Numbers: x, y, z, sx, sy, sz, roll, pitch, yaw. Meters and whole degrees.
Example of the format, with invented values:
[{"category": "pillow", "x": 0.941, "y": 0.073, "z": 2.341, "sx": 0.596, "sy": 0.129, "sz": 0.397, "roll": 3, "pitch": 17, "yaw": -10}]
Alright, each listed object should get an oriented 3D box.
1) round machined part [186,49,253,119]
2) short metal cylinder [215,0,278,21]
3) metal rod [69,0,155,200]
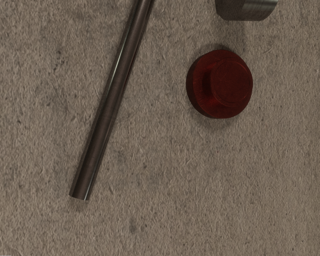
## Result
[{"category": "round machined part", "x": 0.090, "y": -0.062, "z": 0.435, "sx": 0.099, "sy": 0.042, "sz": 0.097, "roll": 0, "pitch": 90, "yaw": -21}, {"category": "short metal cylinder", "x": 0.118, "y": -0.189, "z": 0.425, "sx": 0.050, "sy": 0.080, "sz": 0.079, "roll": -6, "pitch": 92, "yaw": -20}, {"category": "metal rod", "x": -0.053, "y": -0.058, "z": 0.389, "sx": 0.025, "sy": 0.025, "sz": 0.299, "roll": 20, "pitch": 83, "yaw": -19}]
